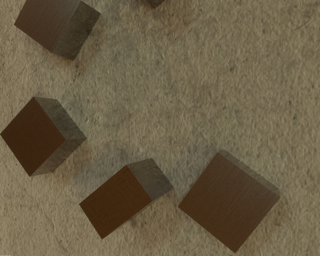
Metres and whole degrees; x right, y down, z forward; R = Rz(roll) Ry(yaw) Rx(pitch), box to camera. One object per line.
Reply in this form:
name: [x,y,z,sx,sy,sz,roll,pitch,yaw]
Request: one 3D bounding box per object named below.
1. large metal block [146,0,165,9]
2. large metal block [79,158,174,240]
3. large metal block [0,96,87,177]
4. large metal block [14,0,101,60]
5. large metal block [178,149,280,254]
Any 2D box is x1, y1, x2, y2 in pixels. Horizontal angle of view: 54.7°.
large metal block: [-0.021,-0.210,0.386,0.050,0.080,0.080,-33,80,17]
large metal block: [-0.039,0.085,0.393,0.080,0.080,0.050,-40,78,15]
large metal block: [-0.170,0.012,0.454,0.080,0.050,0.080,-43,77,14]
large metal block: [-0.147,-0.157,0.446,0.080,0.050,0.080,37,101,16]
large metal block: [0.082,0.082,0.367,0.080,0.050,0.080,37,101,16]
